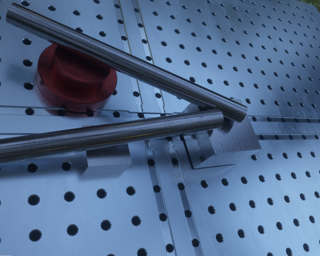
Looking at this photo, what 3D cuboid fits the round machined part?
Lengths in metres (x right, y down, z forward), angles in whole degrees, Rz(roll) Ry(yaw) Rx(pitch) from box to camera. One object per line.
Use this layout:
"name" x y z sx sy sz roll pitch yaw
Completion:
"round machined part" -0.100 -0.072 0.388 0.099 0.042 0.098 14 56 -21

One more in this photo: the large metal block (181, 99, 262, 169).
"large metal block" 0.081 0.006 0.430 0.081 0.050 0.080 -2 63 -30

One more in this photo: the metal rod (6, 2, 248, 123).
"metal rod" -0.029 -0.073 0.376 0.302 0.025 0.025 22 53 -12

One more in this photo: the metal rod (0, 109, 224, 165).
"metal rod" -0.067 0.010 0.332 0.303 0.025 0.025 -9 66 -21

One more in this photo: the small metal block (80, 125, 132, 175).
"small metal block" -0.065 0.024 0.360 0.050 0.025 0.050 0 62 -29
